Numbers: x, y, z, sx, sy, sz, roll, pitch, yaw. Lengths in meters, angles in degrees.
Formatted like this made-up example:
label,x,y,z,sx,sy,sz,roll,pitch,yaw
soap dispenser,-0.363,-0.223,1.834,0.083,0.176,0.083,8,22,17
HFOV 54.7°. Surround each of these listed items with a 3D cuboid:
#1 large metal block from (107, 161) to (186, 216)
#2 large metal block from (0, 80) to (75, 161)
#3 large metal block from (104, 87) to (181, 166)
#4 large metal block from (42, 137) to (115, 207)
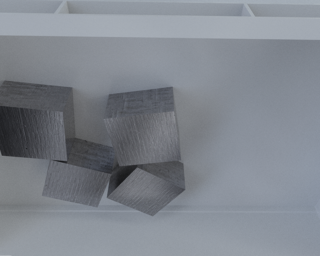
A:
label,x,y,z,sx,sy,sz,roll,pitch,yaw
large metal block,-0.020,0.077,0.458,0.080,0.050,0.080,29,124,-22
large metal block,-0.153,-0.008,0.384,0.081,0.050,0.079,5,130,-5
large metal block,-0.018,-0.001,0.392,0.080,0.050,0.080,-6,130,5
large metal block,-0.116,0.063,0.445,0.081,0.050,0.079,16,129,-14
